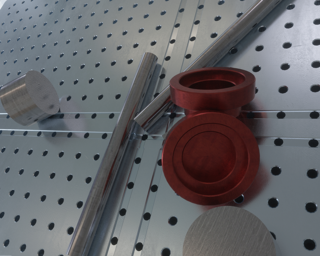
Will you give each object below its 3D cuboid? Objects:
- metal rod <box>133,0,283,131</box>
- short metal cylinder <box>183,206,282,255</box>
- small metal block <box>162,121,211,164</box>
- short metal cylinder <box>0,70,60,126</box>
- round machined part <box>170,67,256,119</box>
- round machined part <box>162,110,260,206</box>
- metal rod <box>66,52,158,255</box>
[{"bbox_3d":[0.080,-0.108,0.432,0.300,0.025,0.025,-44,51,-3],"label":"metal rod"},{"bbox_3d":[0.067,0.118,0.284,0.080,0.050,0.080,-13,56,21],"label":"short metal cylinder"},{"bbox_3d":[0.038,0.017,0.378,0.050,0.025,0.050,-36,51,4],"label":"small metal block"},{"bbox_3d":[-0.214,-0.049,0.516,0.050,0.080,0.080,-24,53,14],"label":"short metal cylinder"},{"bbox_3d":[0.062,-0.039,0.369,0.099,0.042,0.098,-5,26,3],"label":"round machined part"},{"bbox_3d":[0.051,0.029,0.330,0.098,0.098,0.042,-34,8,6],"label":"round machined part"},{"bbox_3d":[-0.057,0.021,0.425,0.025,0.025,0.300,4,63,30],"label":"metal rod"}]
